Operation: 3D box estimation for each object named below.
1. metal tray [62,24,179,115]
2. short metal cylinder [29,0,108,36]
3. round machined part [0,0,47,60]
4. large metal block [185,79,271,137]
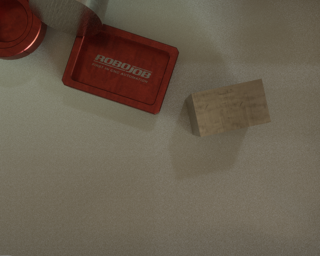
[{"bbox_3d":[-0.050,-0.079,0.408,0.131,0.030,0.090,18,90,-1],"label":"metal tray"},{"bbox_3d":[-0.100,-0.148,0.353,0.080,0.080,0.050,10,77,-1],"label":"short metal cylinder"},{"bbox_3d":[-0.194,-0.136,0.399,0.099,0.042,0.097,0,93,-1],"label":"round machined part"},{"bbox_3d":[0.079,-0.023,0.385,0.080,0.080,0.050,-12,90,0],"label":"large metal block"}]
